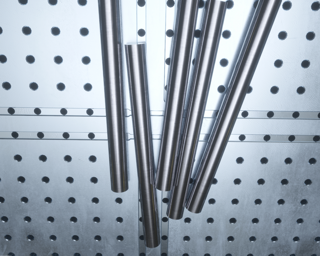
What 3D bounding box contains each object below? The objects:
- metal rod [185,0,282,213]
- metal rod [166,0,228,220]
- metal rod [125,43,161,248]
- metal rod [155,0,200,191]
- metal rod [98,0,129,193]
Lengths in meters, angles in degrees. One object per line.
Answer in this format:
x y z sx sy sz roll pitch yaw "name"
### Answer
0.089 -0.016 0.408 0.025 0.025 0.298 15 109 -6 "metal rod"
0.044 -0.009 0.410 0.025 0.025 0.298 8 110 -4 "metal rod"
-0.021 0.037 0.426 0.025 0.025 0.298 -4 110 1 "metal rod"
0.022 -0.058 0.387 0.025 0.025 0.298 6 108 -3 "metal rod"
-0.059 -0.053 0.392 0.025 0.025 0.298 -1 110 0 "metal rod"
